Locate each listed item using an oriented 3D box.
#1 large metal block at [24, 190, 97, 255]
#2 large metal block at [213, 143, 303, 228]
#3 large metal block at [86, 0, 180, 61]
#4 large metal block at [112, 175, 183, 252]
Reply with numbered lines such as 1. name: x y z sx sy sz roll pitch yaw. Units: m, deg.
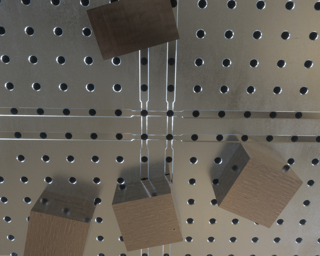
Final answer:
1. large metal block: -0.144 0.147 0.453 0.080 0.050 0.079 14 109 -5
2. large metal block: 0.132 0.079 0.430 0.080 0.050 0.080 24 108 -9
3. large metal block: -0.026 -0.115 0.341 0.080 0.080 0.050 -15 110 5
4. large metal block: -0.016 0.121 0.444 0.080 0.050 0.080 -12 110 4
